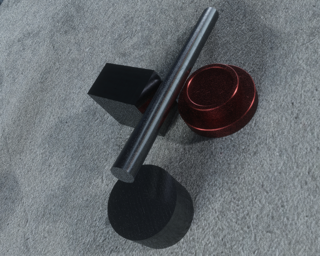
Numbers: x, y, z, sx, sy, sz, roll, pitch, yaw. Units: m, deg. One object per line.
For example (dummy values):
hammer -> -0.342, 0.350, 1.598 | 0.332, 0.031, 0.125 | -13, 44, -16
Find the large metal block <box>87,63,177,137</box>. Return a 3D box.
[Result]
large metal block -> -0.033, -0.037, 0.408 | 0.080, 0.080, 0.050 | 16, 70, 34

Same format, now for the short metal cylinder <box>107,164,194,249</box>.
short metal cylinder -> -0.009, 0.086, 0.340 | 0.080, 0.050, 0.080 | -13, 56, 21

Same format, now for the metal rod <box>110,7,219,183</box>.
metal rod -> 0.021, -0.063, 0.383 | 0.025, 0.025, 0.301 | 4, 48, 30

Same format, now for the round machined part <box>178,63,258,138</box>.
round machined part -> 0.067, -0.040, 0.383 | 0.098, 0.042, 0.098 | -13, 56, 21
